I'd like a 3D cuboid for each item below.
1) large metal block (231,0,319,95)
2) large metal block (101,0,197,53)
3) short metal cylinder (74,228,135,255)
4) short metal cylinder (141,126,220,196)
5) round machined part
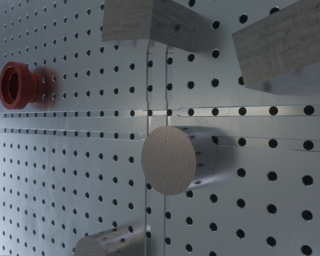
[{"bbox_3d":[0.123,-0.068,0.272,0.080,0.081,0.050,-19,78,38],"label":"large metal block"},{"bbox_3d":[-0.013,-0.126,0.385,0.080,0.081,0.050,11,97,39],"label":"large metal block"},{"bbox_3d":[-0.083,0.196,0.462,0.080,0.050,0.080,0,90,40],"label":"short metal cylinder"},{"bbox_3d":[0.024,0.037,0.374,0.080,0.050,0.080,0,90,40],"label":"short metal cylinder"},{"bbox_3d":[-0.287,-0.085,0.636,0.098,0.042,0.097,0,90,40],"label":"round machined part"}]
